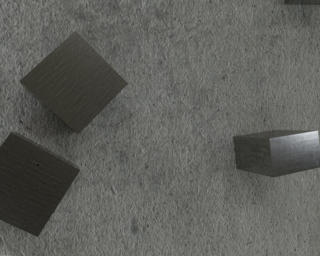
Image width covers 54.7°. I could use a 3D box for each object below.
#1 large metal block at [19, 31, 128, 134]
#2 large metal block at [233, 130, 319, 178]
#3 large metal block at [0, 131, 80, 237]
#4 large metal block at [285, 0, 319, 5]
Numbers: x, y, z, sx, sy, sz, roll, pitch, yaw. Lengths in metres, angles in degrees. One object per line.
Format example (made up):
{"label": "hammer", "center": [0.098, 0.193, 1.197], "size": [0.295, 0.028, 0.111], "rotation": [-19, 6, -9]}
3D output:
{"label": "large metal block", "center": [-0.099, -0.050, 0.359], "size": [0.080, 0.050, 0.080], "rotation": [45, 76, -15]}
{"label": "large metal block", "center": [0.164, 0.033, 0.440], "size": [0.081, 0.080, 0.050], "rotation": [-7, 93, -20]}
{"label": "large metal block", "center": [-0.148, 0.059, 0.341], "size": [0.080, 0.050, 0.080], "rotation": [34, 79, -17]}
{"label": "large metal block", "center": [0.242, -0.242, 0.484], "size": [0.081, 0.050, 0.079], "rotation": [-8, 93, -20]}
